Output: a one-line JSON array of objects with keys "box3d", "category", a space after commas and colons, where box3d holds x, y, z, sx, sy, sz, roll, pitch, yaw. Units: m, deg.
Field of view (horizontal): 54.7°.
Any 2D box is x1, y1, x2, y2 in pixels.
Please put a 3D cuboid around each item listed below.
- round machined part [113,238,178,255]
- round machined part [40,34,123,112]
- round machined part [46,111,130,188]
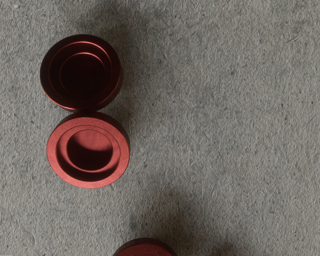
[{"box3d": [-0.019, 0.190, 0.401, 0.099, 0.042, 0.097, 0, 90, 0], "category": "round machined part"}, {"box3d": [-0.096, -0.065, 0.394, 0.099, 0.042, 0.098, 0, 78, 1], "category": "round machined part"}, {"box3d": [-0.087, 0.024, 0.390, 0.099, 0.042, 0.097, -1, 113, -3], "category": "round machined part"}]
